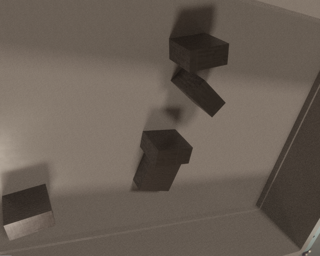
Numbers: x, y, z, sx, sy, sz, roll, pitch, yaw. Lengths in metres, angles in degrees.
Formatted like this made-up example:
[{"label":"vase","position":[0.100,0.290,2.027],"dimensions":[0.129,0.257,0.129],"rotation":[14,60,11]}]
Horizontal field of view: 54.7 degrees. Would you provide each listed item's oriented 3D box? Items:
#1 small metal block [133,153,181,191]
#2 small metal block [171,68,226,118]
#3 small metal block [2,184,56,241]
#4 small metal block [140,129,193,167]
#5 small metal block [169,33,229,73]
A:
[{"label":"small metal block","position":[-0.004,0.063,0.447],"dimensions":[0.050,0.025,0.050],"rotation":[9,114,-33]},{"label":"small metal block","position":[0.048,-0.046,0.392],"dimensions":[0.025,0.050,0.050],"rotation":[-48,129,5]},{"label":"small metal block","position":[-0.156,0.098,0.369],"dimensions":[0.050,0.050,0.025],"rotation":[-14,125,-21]},{"label":"small metal block","position":[0.008,0.026,0.414],"dimensions":[0.050,0.050,0.025],"rotation":[-3,120,-28]},{"label":"small metal block","position":[0.044,-0.090,0.363],"dimensions":[0.050,0.050,0.025],"rotation":[-15,125,-20]}]
